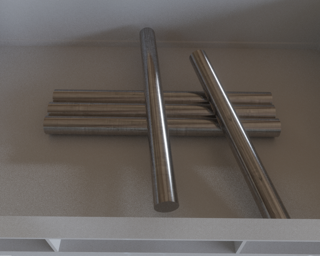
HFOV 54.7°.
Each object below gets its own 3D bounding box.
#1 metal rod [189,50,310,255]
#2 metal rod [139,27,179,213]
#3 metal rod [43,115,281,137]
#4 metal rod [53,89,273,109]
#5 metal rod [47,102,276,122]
[{"bbox_3d":[0.094,0.019,0.363,0.025,0.025,0.299,-12,58,-10],"label":"metal rod"},{"bbox_3d":[-0.007,-0.036,0.401,0.025,0.025,0.300,-4,50,-4],"label":"metal rod"},{"bbox_3d":[0.003,-0.002,0.405,0.302,0.025,0.025,1,50,0],"label":"metal rod"},{"bbox_3d":[0.004,-0.040,0.437,0.302,0.025,0.025,1,50,0],"label":"metal rod"},{"bbox_3d":[0.002,-0.021,0.421,0.302,0.025,0.025,1,50,0],"label":"metal rod"}]
